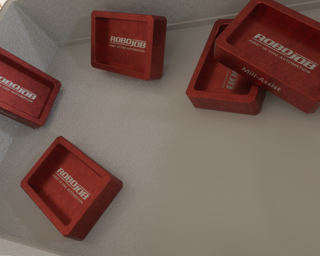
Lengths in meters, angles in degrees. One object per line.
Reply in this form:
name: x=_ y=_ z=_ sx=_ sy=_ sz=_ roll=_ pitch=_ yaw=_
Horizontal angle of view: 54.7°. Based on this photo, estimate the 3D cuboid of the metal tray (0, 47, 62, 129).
metal tray: x=-0.238 y=-0.066 z=0.503 sx=0.030 sy=0.131 sz=0.090 roll=-15 pitch=52 yaw=47

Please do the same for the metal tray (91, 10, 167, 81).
metal tray: x=-0.052 y=-0.129 z=0.475 sx=0.130 sy=0.030 sz=0.089 roll=19 pitch=114 yaw=35

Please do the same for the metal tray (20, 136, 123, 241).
metal tray: x=-0.123 y=0.076 z=0.420 sx=0.130 sy=0.030 sz=0.090 roll=29 pitch=77 yaw=37

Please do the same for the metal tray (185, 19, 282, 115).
metal tray: x=0.098 y=-0.084 z=0.402 sx=0.090 sy=0.030 sz=0.130 roll=10 pitch=67 yaw=32

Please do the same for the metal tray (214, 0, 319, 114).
metal tray: x=0.139 y=-0.087 z=0.349 sx=0.130 sy=0.030 sz=0.090 roll=36 pitch=75 yaw=18
